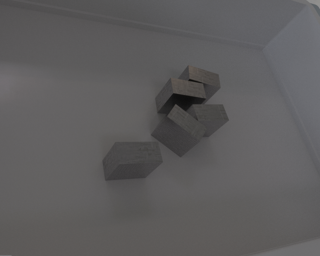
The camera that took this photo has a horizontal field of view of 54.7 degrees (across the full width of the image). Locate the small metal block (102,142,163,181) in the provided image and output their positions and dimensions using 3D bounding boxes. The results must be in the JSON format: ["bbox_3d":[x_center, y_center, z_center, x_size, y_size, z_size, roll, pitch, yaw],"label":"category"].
[{"bbox_3d":[-0.032,0.038,0.349,0.050,0.050,0.025,1,62,-28],"label":"small metal block"}]

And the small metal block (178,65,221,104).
[{"bbox_3d":[0.052,-0.061,0.455,0.050,0.050,0.025,12,57,-22],"label":"small metal block"}]

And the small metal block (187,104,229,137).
[{"bbox_3d":[0.057,-0.009,0.425,0.050,0.050,0.025,-2,63,-29],"label":"small metal block"}]

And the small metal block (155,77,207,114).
[{"bbox_3d":[0.028,-0.041,0.429,0.050,0.050,0.025,6,59,-25],"label":"small metal block"}]

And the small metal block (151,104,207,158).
[{"bbox_3d":[0.024,0.005,0.399,0.050,0.050,0.025,37,51,-4],"label":"small metal block"}]
